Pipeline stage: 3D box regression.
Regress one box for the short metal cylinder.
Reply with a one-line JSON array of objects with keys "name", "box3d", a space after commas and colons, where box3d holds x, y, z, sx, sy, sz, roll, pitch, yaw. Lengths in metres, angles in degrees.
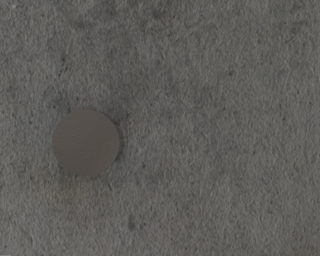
[{"name": "short metal cylinder", "box3d": [-0.089, 0.017, 0.396, 0.081, 0.050, 0.079, 0, 90, -1]}]
